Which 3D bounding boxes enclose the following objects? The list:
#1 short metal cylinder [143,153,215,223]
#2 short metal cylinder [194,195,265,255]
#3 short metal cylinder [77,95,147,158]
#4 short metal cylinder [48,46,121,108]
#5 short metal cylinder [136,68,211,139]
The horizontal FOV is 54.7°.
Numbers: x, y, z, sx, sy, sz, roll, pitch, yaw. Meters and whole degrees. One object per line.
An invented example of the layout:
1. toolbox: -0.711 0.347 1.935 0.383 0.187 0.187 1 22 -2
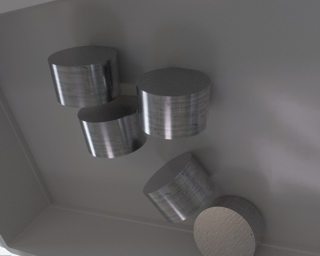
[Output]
1. short metal cylinder: 0.025 0.077 0.408 0.080 0.080 0.050 -32 100 38
2. short metal cylinder: 0.092 0.135 0.410 0.080 0.050 0.079 4 98 30
3. short metal cylinder: -0.060 -0.004 0.403 0.080 0.080 0.050 5 121 25
4. short metal cylinder: -0.091 -0.065 0.381 0.080 0.080 0.050 11 123 22
5. short metal cylinder: 0.015 -0.030 0.347 0.080 0.080 0.050 12 123 22
